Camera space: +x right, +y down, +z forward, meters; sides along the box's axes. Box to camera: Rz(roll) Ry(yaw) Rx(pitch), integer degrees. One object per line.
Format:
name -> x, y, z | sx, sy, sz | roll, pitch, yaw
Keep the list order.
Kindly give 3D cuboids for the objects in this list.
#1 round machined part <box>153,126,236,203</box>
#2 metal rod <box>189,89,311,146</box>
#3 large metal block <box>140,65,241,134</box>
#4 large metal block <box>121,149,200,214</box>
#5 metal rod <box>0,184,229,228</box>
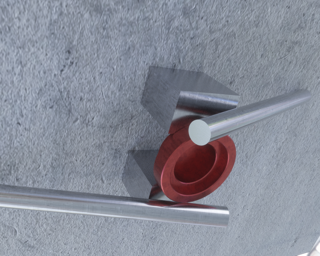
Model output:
round machined part -> 0.037, 0.037, 0.365 | 0.099, 0.042, 0.097 | -14, 125, -21
metal rod -> 0.137, -0.024, 0.401 | 0.302, 0.025, 0.025 | -16, 128, -47
large metal block -> 0.033, -0.034, 0.371 | 0.081, 0.080, 0.050 | 1, 118, -29
large metal block -> 0.003, 0.071, 0.420 | 0.081, 0.080, 0.050 | 1, 118, -29
metal rod -> -0.070, 0.088, 0.354 | 0.302, 0.025, 0.025 | 7, 117, -7
